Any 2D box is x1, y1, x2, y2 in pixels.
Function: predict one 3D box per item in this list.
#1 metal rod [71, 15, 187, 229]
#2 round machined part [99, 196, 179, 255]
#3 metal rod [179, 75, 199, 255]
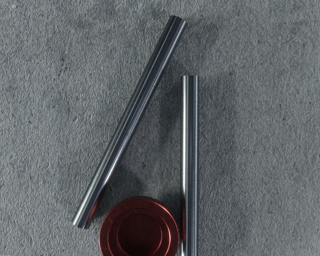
[{"bbox_3d":[-0.040,-0.008,0.409,0.025,0.025,0.299,26,90,-1],"label":"metal rod"},{"bbox_3d":[-0.026,0.136,0.401,0.099,0.042,0.097,0,90,-1],"label":"round machined part"},{"bbox_3d":[0.039,0.081,0.410,0.025,0.025,0.298,0,90,-1],"label":"metal rod"}]
